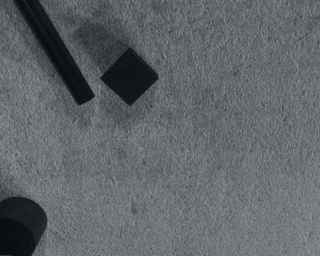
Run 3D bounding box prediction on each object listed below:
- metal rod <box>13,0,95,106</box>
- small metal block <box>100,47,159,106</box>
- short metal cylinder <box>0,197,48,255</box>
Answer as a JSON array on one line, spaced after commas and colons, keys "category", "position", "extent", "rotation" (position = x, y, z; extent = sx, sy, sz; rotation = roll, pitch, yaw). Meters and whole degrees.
[{"category": "metal rod", "position": [-0.161, -0.160, 0.348], "extent": [0.025, 0.025, 0.299], "rotation": [-25, 109, 8]}, {"category": "small metal block", "position": [-0.037, -0.064, 0.386], "extent": [0.050, 0.025, 0.050], "rotation": [-43, 105, 14]}, {"category": "short metal cylinder", "position": [-0.212, 0.147, 0.448], "extent": [0.081, 0.050, 0.079], "rotation": [0, 110, -1]}]
